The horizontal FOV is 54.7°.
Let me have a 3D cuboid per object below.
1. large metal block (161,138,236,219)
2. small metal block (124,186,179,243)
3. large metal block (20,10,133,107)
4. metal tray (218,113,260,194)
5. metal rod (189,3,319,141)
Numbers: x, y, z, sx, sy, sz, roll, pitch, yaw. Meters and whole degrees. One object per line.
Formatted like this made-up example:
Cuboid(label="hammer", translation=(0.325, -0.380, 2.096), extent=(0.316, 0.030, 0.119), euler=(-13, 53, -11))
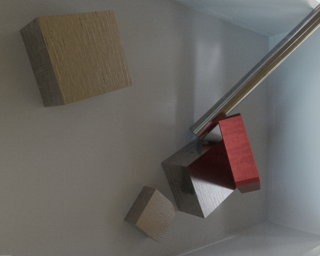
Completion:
Cuboid(label="large metal block", translation=(0.058, 0.067, 0.442), extent=(0.081, 0.050, 0.080), euler=(-32, 110, -36))
Cuboid(label="small metal block", translation=(-0.010, 0.111, 0.400), extent=(0.050, 0.025, 0.050), euler=(47, 62, -30))
Cuboid(label="large metal block", translation=(-0.084, -0.071, 0.321), extent=(0.081, 0.050, 0.079), euler=(-23, 105, -38))
Cuboid(label="metal tray", translation=(0.115, 0.042, 0.442), extent=(0.130, 0.030, 0.090), euler=(42, 34, -66))
Cuboid(label="metal rod", translation=(0.160, -0.094, 0.459), extent=(0.300, 0.025, 0.025), euler=(-44, 121, -1))
